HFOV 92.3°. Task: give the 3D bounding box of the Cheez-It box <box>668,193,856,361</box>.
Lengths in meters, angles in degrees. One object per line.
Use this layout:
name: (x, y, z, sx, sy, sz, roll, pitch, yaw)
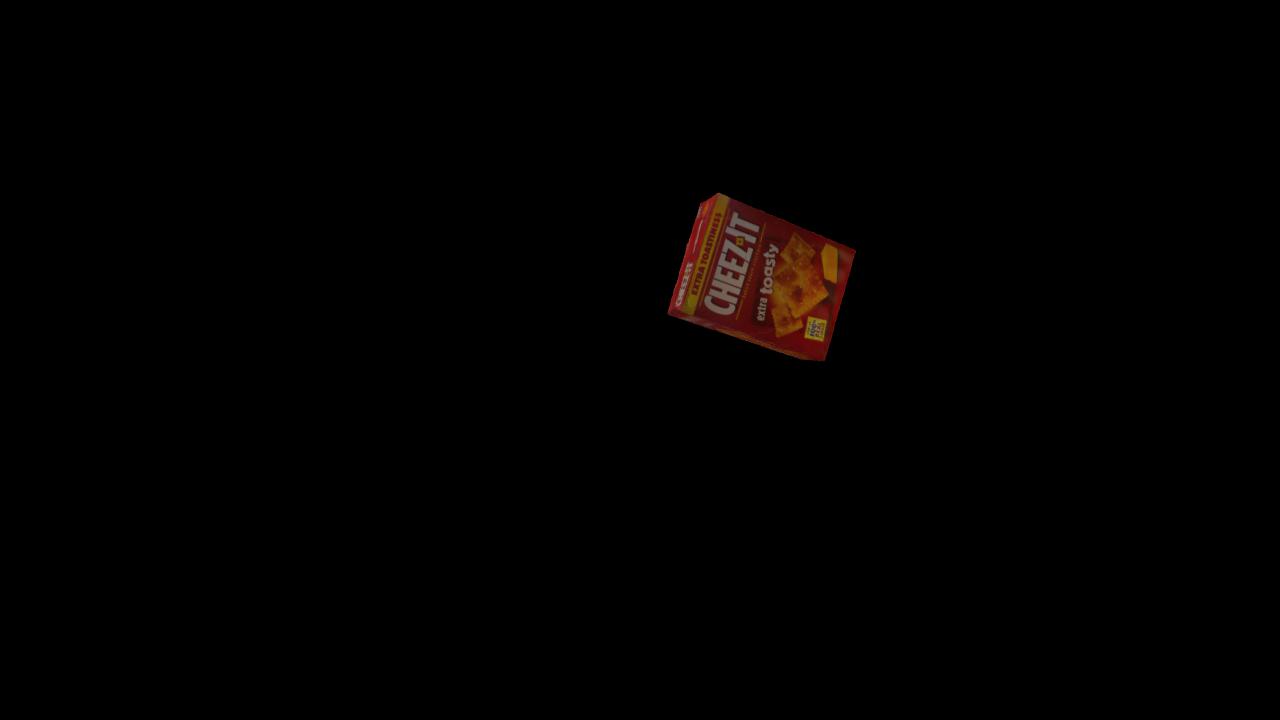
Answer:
Cheez-It box: (0.167, -0.108, 0.842, 0.223, 0.166, 0.071, 18, -4, -15)
